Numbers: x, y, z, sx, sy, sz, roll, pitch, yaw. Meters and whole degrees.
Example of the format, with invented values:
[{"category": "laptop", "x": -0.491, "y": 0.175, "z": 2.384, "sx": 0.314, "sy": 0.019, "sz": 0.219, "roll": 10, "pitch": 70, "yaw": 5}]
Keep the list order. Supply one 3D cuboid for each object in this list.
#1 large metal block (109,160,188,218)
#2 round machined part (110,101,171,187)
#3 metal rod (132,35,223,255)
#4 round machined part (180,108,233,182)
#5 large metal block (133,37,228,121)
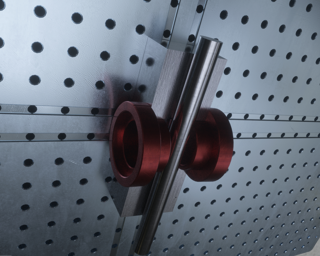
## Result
[{"category": "large metal block", "x": -0.017, "y": 0.072, "z": 0.430, "sx": 0.081, "sy": 0.050, "sz": 0.079, "roll": 3, "pitch": 117, "yaw": -30}, {"category": "round machined part", "x": -0.022, "y": 0.018, "z": 0.362, "sx": 0.042, "sy": 0.098, "sz": 0.097, "roll": 2, "pitch": 118, "yaw": -29}, {"category": "metal rod", "x": 0.013, "y": 0.039, "z": 0.378, "sx": 0.025, "sy": 0.025, "sz": 0.298, "roll": 3, "pitch": 117, "yaw": -30}, {"category": "round machined part", "x": 0.048, "y": 0.021, "z": 0.402, "sx": 0.042, "sy": 0.098, "sz": 0.097, "roll": 4, "pitch": 117, "yaw": -25}, {"category": "large metal block", "x": 0.022, "y": -0.057, "z": 0.371, "sx": 0.081, "sy": 0.050, "sz": 0.079, "roll": 2, "pitch": 118, "yaw": -30}]
